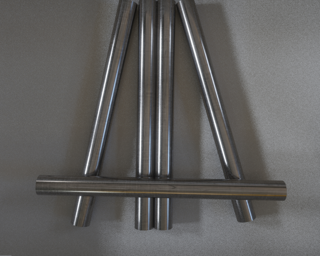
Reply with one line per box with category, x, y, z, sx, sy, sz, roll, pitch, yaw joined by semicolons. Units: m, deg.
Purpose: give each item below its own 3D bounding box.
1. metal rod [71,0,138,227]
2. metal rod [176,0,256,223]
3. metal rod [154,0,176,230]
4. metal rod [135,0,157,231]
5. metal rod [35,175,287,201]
metal rod;-0.073;-0.020;0.410;0.025;0.025;0.298;12;90;0
metal rod;0.074;-0.023;0.411;0.025;0.025;0.298;-16;90;0
metal rod;0.006;-0.018;0.410;0.025;0.025;0.298;1;90;0
metal rod;-0.018;-0.017;0.410;0.025;0.025;0.298;1;90;0
metal rod;0.002;0.074;0.384;0.302;0.025;0.025;1;90;0
